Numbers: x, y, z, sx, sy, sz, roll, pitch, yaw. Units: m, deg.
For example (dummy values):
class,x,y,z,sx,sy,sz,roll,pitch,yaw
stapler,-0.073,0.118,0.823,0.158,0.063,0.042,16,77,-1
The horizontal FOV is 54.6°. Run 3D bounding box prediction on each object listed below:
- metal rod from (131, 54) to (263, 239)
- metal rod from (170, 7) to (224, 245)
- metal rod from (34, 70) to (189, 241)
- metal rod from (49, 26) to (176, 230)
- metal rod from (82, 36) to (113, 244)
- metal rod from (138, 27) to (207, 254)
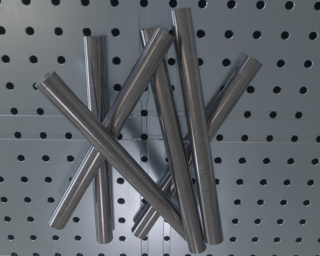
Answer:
class,x,y,z,sx,sy,sz,roll,pitch,yaw
metal rod,0.042,0.037,0.427,0.025,0.025,0.299,28,108,-10
metal rod,0.049,0.006,0.391,0.025,0.025,0.298,-9,101,3
metal rod,-0.036,0.053,0.386,0.025,0.025,0.300,-32,119,11
metal rod,-0.069,0.014,0.389,0.025,0.025,0.299,29,109,-10
metal rod,-0.082,0.029,0.423,0.025,0.025,0.298,1,110,0
metal rod,0.019,0.025,0.400,0.025,0.025,0.298,-12,102,4
